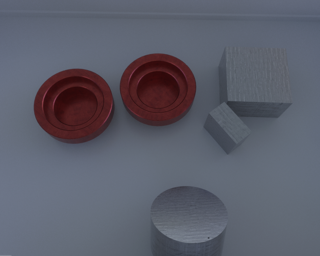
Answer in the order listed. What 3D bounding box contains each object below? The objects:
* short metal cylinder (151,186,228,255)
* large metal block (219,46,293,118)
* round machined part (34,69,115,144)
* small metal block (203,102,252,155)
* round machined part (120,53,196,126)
[{"bbox_3d":[0.030,0.109,0.336,0.081,0.050,0.080,1,30,0],"label":"short metal cylinder"},{"bbox_3d":[0.126,-0.061,0.420,0.081,0.050,0.080,2,70,0],"label":"large metal block"},{"bbox_3d":[-0.109,-0.026,0.409,0.099,0.042,0.098,0,70,-1],"label":"round machined part"},{"bbox_3d":[0.085,0.002,0.397,0.025,0.050,0.050,-36,74,-12],"label":"small metal block"},{"bbox_3d":[-0.002,-0.048,0.418,0.099,0.042,0.098,0,70,-1],"label":"round machined part"}]
